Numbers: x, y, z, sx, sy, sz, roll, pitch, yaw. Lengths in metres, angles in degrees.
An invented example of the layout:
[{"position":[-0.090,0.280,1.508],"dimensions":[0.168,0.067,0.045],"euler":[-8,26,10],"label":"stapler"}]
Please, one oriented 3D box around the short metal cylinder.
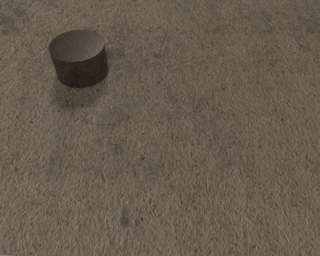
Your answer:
[{"position":[-0.123,-0.107,0.475],"dimensions":[0.081,0.050,0.080],"euler":[0,50,0],"label":"short metal cylinder"}]
